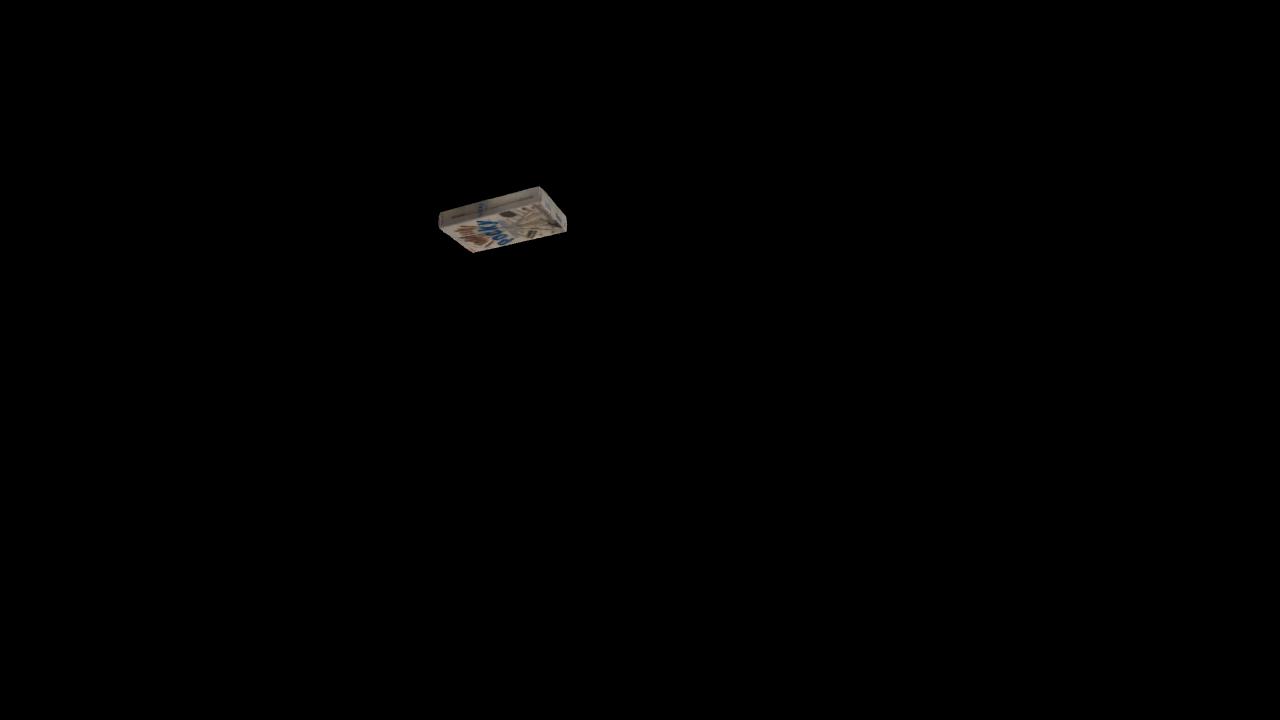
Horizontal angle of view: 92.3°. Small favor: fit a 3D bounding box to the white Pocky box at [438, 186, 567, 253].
[{"bbox_3d":[-0.186,-0.189,0.840,0.154,0.028,0.084,-9,-18,16],"label":"white Pocky box"}]
